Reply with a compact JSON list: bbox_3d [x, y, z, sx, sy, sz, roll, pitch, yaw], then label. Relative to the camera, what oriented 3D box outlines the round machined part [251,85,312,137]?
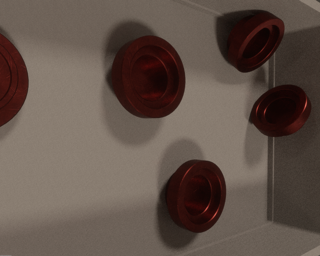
[{"bbox_3d":[0.215,-0.025,0.543,0.042,0.098,0.098,40,65,-34],"label":"round machined part"}]

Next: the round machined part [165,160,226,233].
[{"bbox_3d":[0.046,0.093,0.437,0.099,0.042,0.097,0,90,-40],"label":"round machined part"}]

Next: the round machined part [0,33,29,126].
[{"bbox_3d":[-0.162,-0.043,0.261,0.099,0.042,0.097,0,90,-40],"label":"round machined part"}]

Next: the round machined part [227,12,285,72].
[{"bbox_3d":[0.148,-0.142,0.501,0.099,0.042,0.097,-26,146,-19],"label":"round machined part"}]

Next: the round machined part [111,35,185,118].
[{"bbox_3d":[-0.018,-0.060,0.382,0.099,0.042,0.097,0,90,-40],"label":"round machined part"}]
